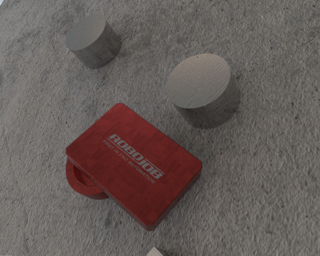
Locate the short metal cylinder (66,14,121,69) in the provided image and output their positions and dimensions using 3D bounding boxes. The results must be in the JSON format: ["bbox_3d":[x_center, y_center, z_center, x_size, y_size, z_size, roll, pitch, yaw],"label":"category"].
[{"bbox_3d":[-0.115,-0.150,0.540,0.080,0.050,0.080,-13,56,21],"label":"short metal cylinder"}]

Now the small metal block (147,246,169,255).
[{"bbox_3d":[-0.001,0.157,0.308,0.050,0.025,0.050,35,81,38],"label":"small metal block"}]

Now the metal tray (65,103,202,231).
[{"bbox_3d":[-0.030,0.039,0.353,0.130,0.030,0.090,37,67,20],"label":"metal tray"}]

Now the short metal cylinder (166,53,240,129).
[{"bbox_3d":[0.054,-0.046,0.387,0.080,0.050,0.080,-13,56,21],"label":"short metal cylinder"}]

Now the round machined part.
[{"bbox_3d":[-0.068,0.045,0.401,0.098,0.042,0.098,-13,56,21],"label":"round machined part"}]
